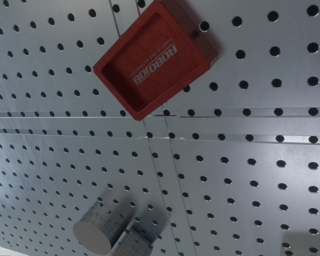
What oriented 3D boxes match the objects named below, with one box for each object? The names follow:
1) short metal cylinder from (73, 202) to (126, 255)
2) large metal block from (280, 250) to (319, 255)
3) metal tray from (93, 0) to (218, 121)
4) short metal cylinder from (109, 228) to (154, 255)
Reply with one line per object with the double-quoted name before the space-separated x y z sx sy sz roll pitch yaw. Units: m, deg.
"short metal cylinder" -0.110 0.184 0.567 0.080 0.050 0.079 13 124 21
"large metal block" 0.212 0.213 0.415 0.080 0.050 0.080 -13 112 33
"metal tray" -0.010 -0.076 0.366 0.130 0.030 0.090 -34 99 38
"short metal cylinder" -0.055 0.224 0.543 0.050 0.080 0.080 38 129 2
